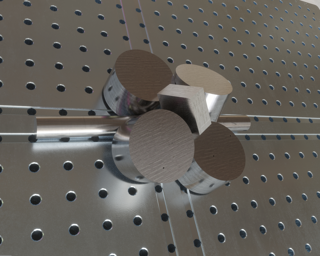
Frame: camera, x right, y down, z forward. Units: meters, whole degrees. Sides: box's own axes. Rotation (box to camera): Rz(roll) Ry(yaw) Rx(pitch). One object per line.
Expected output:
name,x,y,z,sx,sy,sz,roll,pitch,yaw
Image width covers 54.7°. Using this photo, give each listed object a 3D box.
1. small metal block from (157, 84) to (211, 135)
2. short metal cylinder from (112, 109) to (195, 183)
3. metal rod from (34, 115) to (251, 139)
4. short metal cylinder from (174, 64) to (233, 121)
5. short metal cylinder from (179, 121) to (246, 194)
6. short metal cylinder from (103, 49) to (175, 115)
small metal block,0.029,-0.023,0.372,0.025,0.050,0.050,-41,128,-33
short metal cylinder,-0.008,0.022,0.354,0.081,0.050,0.080,5,80,-28
metal rod,-0.001,-0.004,0.405,0.303,0.025,0.025,-2,63,-29
short metal cylinder,0.052,-0.047,0.427,0.081,0.050,0.080,14,34,-9
short metal cylinder,0.061,0.038,0.397,0.081,0.050,0.080,14,56,-21
short metal cylinder,-0.028,-0.055,0.406,0.081,0.050,0.080,14,56,-21
